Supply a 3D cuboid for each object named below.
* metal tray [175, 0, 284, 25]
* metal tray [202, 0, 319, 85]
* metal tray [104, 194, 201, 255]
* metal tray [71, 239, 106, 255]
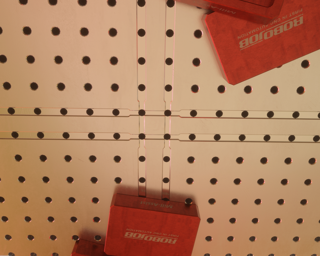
[{"bbox_3d":[0.071,-0.172,0.326,0.131,0.030,0.089,17,97,4],"label":"metal tray"},{"bbox_3d":[0.127,-0.118,0.369,0.130,0.030,0.090,-23,109,7],"label":"metal tray"},{"bbox_3d":[-0.013,0.153,0.467,0.131,0.030,0.089,9,110,-4],"label":"metal tray"},{"bbox_3d":[-0.109,0.250,0.501,0.091,0.030,0.129,18,109,-7],"label":"metal tray"}]
